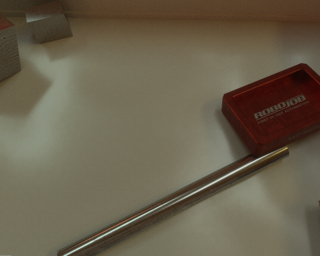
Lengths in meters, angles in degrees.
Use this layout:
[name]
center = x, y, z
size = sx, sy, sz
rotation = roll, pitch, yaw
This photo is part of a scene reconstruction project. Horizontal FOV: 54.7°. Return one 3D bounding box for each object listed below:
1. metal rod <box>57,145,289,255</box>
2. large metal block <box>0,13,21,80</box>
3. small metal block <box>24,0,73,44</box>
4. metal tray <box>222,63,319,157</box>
[metal rod]
center = 0.024, 0.089, 0.377
size = 0.302, 0.025, 0.025
rotation = -25, 72, -9
[large metal block]
center = -0.236, -0.101, 0.402
size = 0.050, 0.080, 0.080
rotation = 40, 53, 13
[small metal block]
center = -0.160, -0.153, 0.450
size = 0.050, 0.050, 0.025
rotation = -16, 71, -6
[metal tray]
center = 0.159, -0.027, 0.405
size = 0.131, 0.030, 0.090
rotation = -22, 55, -8
